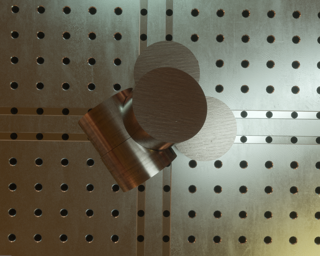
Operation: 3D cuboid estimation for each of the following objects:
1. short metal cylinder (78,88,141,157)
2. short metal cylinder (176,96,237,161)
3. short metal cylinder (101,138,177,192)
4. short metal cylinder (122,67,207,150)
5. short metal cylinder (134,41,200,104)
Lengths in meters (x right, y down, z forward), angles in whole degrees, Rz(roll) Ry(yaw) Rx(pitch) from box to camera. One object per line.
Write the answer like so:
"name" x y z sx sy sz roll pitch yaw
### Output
"short metal cylinder" -0.053 -0.007 0.385 0.080 0.080 0.050 -34 90 0
"short metal cylinder" 0.053 0.001 0.401 0.081 0.050 0.079 0 90 -1
"short metal cylinder" -0.026 0.036 0.385 0.080 0.080 0.050 -34 90 0
"short metal cylinder" 0.004 -0.019 0.337 0.081 0.050 0.080 4 77 -17
"short metal cylinder" 0.008 -0.066 0.400 0.081 0.050 0.079 0 90 -1
